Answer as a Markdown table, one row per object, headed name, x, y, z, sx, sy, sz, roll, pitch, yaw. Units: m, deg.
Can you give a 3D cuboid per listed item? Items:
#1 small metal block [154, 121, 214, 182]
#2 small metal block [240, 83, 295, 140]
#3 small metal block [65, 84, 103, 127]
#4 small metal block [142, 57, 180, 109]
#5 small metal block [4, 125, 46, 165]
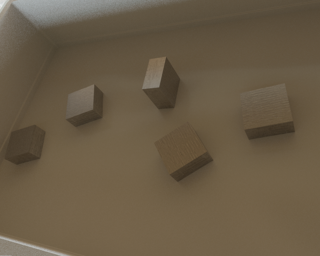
| name | x | y | z | sx | sy | sz | roll | pitch | yaw |
| --- | --- | --- | --- | --- | --- | --- | --- | --- | --- |
| small metal block | 0.028 | 0.028 | 0.374 | 0.050 | 0.025 | 0.050 | -33 | 52 | 7 |
| small metal block | 0.121 | -0.018 | 0.353 | 0.050 | 0.025 | 0.050 | -12 | 57 | 22 |
| small metal block | -0.119 | -0.035 | 0.490 | 0.050 | 0.025 | 0.050 | -18 | 55 | 18 |
| small metal block | 0.003 | -0.061 | 0.426 | 0.025 | 0.050 | 0.050 | -3 | 61 | 27 |
| small metal block | -0.219 | 0.027 | 0.504 | 0.050 | 0.025 | 0.050 | -15 | 56 | 20 |
